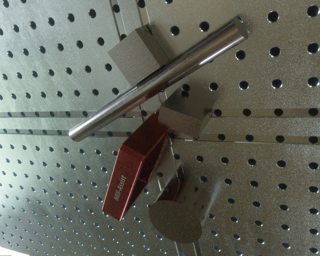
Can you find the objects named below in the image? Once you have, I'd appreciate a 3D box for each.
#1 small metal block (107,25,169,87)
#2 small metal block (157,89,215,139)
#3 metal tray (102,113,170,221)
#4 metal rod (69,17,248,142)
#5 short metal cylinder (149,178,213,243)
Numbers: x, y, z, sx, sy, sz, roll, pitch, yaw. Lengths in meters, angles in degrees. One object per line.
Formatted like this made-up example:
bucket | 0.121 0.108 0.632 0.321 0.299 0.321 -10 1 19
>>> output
small metal block | -0.026 -0.086 0.372 0.050 0.025 0.050 -28 103 37
small metal block | 0.032 -0.018 0.367 0.050 0.050 0.025 21 126 15
metal tray | -0.031 0.053 0.418 0.030 0.090 0.129 29 128 10
metal rod | -0.026 -0.044 0.397 0.299 0.025 0.025 -27 104 37
short metal cylinder | 0.031 0.120 0.453 0.080 0.050 0.079 13 124 21
